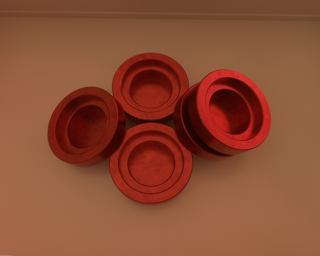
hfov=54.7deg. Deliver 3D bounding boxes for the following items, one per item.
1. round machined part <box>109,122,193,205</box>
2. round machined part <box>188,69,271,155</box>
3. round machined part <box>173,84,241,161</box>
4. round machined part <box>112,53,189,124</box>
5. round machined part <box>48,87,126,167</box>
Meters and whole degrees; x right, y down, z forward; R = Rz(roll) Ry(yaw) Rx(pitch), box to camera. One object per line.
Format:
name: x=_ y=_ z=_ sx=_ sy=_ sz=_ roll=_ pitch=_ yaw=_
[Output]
round machined part: x=-0.010 y=0.045 z=0.381 sx=0.099 sy=0.042 sz=0.098 roll=0 pitch=70 yaw=0
round machined part: x=0.077 y=-0.016 z=0.364 sx=0.099 sy=0.042 sz=0.098 roll=8 pitch=68 yaw=-21
round machined part: x=0.061 y=-0.006 z=0.390 sx=0.099 sy=0.042 sz=0.098 roll=8 pitch=68 yaw=-21
round machined part: x=-0.012 y=-0.048 z=0.416 sx=0.099 sy=0.042 sz=0.098 roll=0 pitch=70 yaw=0
round machined part: x=-0.086 y=0.001 z=0.387 sx=0.098 sy=0.042 sz=0.098 roll=-7 pitch=68 yaw=19
